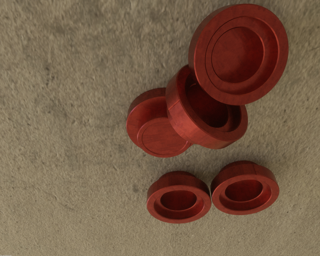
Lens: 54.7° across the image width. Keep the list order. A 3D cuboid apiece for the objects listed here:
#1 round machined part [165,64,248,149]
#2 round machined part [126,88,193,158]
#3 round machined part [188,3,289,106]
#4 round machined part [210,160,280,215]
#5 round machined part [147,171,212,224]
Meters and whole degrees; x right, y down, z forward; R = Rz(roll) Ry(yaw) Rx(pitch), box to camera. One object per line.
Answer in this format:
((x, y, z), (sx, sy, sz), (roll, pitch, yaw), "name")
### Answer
((0.047, -0.020, 0.345), (0.099, 0.098, 0.042), (26, 140, -21), "round machined part")
((0.006, 0.000, 0.397), (0.099, 0.042, 0.097), (0, 130, 0), "round machined part")
((0.076, -0.076, 0.319), (0.099, 0.042, 0.097), (-4, 111, -11), "round machined part")
((0.126, 0.087, 0.472), (0.099, 0.042, 0.097), (-1, 130, 0), "round machined part")
((0.029, 0.105, 0.486), (0.099, 0.042, 0.097), (-1, 130, 0), "round machined part")
